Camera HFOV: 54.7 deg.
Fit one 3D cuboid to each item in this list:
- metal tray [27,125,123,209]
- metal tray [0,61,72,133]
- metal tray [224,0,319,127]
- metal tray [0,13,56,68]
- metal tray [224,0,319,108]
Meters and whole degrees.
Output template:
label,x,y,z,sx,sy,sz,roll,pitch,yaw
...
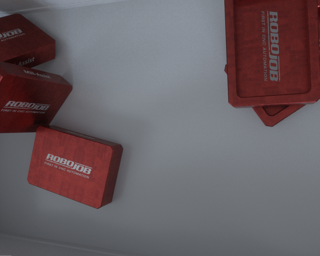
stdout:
label,x,y,z,sx,sy,sz,roll,pitch,yaw
metal tray,-0.126,0.053,0.452,0.130,0.030,0.089,14,95,19
metal tray,-0.190,-0.037,0.422,0.030,0.130,0.090,41,103,15
metal tray,0.153,-0.072,0.353,0.130,0.030,0.090,-37,79,16
metal tray,-0.228,-0.114,0.439,0.090,0.131,0.030,38,137,16
metal tray,0.119,-0.089,0.333,0.090,0.030,0.129,-2,89,20
